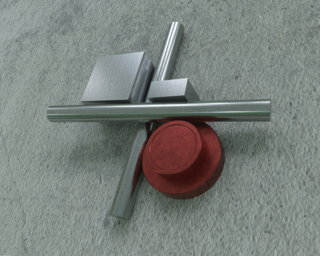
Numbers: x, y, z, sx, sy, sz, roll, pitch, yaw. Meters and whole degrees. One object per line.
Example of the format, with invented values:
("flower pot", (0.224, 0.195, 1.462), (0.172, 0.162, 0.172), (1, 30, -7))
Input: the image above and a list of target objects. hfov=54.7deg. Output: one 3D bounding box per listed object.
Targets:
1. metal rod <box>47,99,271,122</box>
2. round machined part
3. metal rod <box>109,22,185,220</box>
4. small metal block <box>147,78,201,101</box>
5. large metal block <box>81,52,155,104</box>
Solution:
("metal rod", (-0.018, -0.020, 0.394), (0.301, 0.025, 0.025), (0, 62, 23))
("round machined part", (0.022, 0.030, 0.362), (0.098, 0.042, 0.098), (-13, 56, 20))
("metal rod", (-0.011, -0.026, 0.426), (0.025, 0.025, 0.300), (2, 62, 29))
("small metal block", (0.019, -0.037, 0.401), (0.050, 0.050, 0.025), (-1, 61, 27))
("large metal block", (-0.057, -0.061, 0.454), (0.080, 0.050, 0.080), (1, 62, 28))
